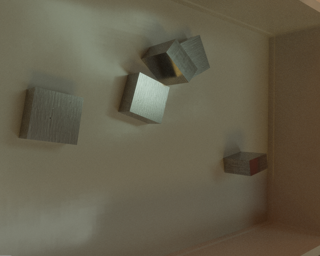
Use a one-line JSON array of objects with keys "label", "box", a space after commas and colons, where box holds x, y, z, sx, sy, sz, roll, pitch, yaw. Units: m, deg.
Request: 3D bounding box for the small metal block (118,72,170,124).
[{"label": "small metal block", "box": [-0.020, -0.036, 0.392, 0.050, 0.025, 0.050, 21, 76, -38]}]

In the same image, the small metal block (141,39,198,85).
[{"label": "small metal block", "box": [0.012, -0.083, 0.402, 0.050, 0.050, 0.025, 48, 61, -30]}]

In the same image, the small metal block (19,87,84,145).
[{"label": "small metal block", "box": [-0.110, -0.011, 0.316, 0.050, 0.025, 0.050, 11, 83, -40]}]

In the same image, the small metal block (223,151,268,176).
[{"label": "small metal block", "box": [0.141, 0.058, 0.512, 0.050, 0.050, 0.025, -13, 98, -40]}]

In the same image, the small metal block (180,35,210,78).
[{"label": "small metal block", "box": [0.040, -0.099, 0.442, 0.050, 0.025, 0.050, -34, 111, -35]}]
